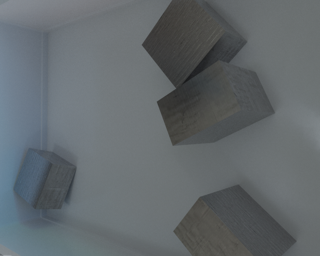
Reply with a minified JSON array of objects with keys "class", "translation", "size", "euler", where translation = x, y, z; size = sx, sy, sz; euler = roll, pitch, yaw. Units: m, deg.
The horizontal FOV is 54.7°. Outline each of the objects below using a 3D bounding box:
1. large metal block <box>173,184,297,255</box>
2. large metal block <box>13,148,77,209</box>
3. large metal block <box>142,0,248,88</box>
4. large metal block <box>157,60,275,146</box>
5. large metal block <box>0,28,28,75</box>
[{"class":"large metal block","translation":[0.075,0.108,0.309],"size":[0.080,0.081,0.050],"euler":[46,118,30]},{"class":"large metal block","translation":[-0.204,0.089,0.549],"size":[0.080,0.050,0.080],"euler":[21,91,38]},{"class":"large metal block","translation":[0.037,-0.098,0.360],"size":[0.080,0.050,0.080],"euler":[-50,61,28]},{"class":"large metal block","translation":[0.059,-0.021,0.323],"size":[0.080,0.081,0.050],"euler":[-31,71,36]},{"class":"large metal block","translation":[-0.339,-0.170,0.674],"size":[0.080,0.050,0.079],"euler":[31,109,35]}]
